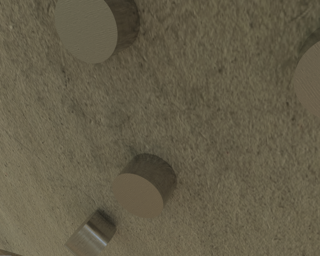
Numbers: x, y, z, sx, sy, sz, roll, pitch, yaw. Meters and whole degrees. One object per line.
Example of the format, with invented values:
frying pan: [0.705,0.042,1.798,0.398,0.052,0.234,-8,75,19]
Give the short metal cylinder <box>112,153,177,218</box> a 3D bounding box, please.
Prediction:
short metal cylinder: [-0.022,0.084,0.453,0.080,0.050,0.079,13,124,20]

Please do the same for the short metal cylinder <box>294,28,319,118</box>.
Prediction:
short metal cylinder: [0.163,-0.051,0.273,0.080,0.050,0.079,13,124,20]

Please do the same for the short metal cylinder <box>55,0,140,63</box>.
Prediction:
short metal cylinder: [-0.070,-0.120,0.352,0.080,0.050,0.079,13,124,20]

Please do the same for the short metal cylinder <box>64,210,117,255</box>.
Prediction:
short metal cylinder: [-0.124,0.195,0.555,0.050,0.080,0.080,44,129,-2]
